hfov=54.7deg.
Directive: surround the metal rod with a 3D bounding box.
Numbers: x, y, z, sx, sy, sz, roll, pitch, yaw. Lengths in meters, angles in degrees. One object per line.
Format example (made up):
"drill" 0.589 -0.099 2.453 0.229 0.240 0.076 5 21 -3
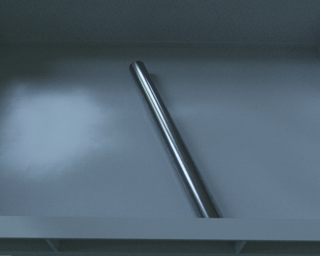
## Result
"metal rod" 0.015 0.013 0.394 0.025 0.025 0.299 -15 52 -13
